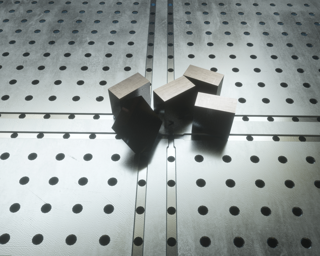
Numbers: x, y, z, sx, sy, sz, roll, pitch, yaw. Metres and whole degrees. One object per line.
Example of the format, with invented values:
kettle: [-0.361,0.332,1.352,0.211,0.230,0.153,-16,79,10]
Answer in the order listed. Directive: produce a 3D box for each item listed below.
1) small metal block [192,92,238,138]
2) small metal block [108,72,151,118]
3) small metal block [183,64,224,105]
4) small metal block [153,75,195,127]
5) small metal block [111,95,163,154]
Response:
small metal block: [0.070,-0.016,0.406,0.050,0.050,0.025,11,51,9]
small metal block: [-0.040,-0.040,0.425,0.050,0.050,0.025,-34,58,-25]
small metal block: [0.059,-0.056,0.439,0.050,0.050,0.025,21,53,16]
small metal block: [0.019,-0.036,0.422,0.050,0.050,0.025,-29,56,-22]
small metal block: [-0.027,-0.004,0.391,0.025,0.050,0.050,-12,41,36]
